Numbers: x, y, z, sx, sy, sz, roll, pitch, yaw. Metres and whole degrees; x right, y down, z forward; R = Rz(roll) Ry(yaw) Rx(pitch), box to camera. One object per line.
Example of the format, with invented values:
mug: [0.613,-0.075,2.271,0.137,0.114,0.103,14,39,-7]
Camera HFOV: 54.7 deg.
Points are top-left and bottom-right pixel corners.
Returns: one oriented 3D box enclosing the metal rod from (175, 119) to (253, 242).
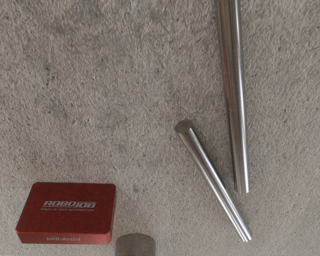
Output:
metal rod: [0.096,0.100,0.493,0.025,0.025,0.299,-21,128,16]

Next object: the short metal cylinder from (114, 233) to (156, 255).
short metal cylinder: [-0.048,0.249,0.602,0.081,0.050,0.079,0,130,0]

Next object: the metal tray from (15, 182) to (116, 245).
metal tray: [-0.136,0.128,0.471,0.131,0.090,0.030,2,130,-2]

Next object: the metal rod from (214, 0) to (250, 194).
metal rod: [0.097,-0.017,0.394,0.025,0.025,0.298,-10,130,8]
